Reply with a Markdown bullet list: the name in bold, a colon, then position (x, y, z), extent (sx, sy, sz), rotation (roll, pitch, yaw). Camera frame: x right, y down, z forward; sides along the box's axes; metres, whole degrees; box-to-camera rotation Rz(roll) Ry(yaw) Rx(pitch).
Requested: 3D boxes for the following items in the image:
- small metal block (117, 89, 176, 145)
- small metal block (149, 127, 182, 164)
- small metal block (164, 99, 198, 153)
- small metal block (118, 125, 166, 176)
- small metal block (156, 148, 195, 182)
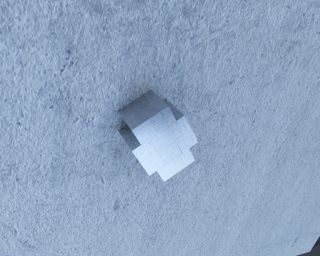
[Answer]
- **small metal block**: position (-0.017, -0.015, 0.375), extent (0.050, 0.050, 0.025), rotation (-34, 129, -6)
- **small metal block**: position (-0.003, 0.011, 0.398), extent (0.025, 0.050, 0.050), rotation (-35, 129, -6)
- **small metal block**: position (0.018, -0.003, 0.401), extent (0.025, 0.050, 0.050), rotation (-35, 129, -5)
- **small metal block**: position (-0.023, 0.025, 0.395), extent (0.025, 0.050, 0.050), rotation (-35, 129, -6)
- **small metal block**: position (0.011, 0.037, 0.422), extent (0.050, 0.050, 0.025), rotation (-34, 129, -6)
